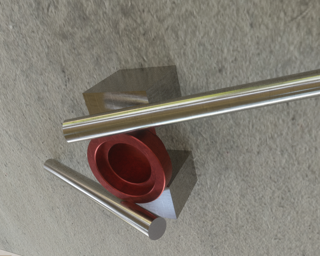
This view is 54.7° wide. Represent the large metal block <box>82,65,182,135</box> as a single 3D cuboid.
[{"bbox_3d":[-0.028,-0.035,0.365,0.080,0.080,0.050,1,119,27],"label":"large metal block"}]

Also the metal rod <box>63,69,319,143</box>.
[{"bbox_3d":[0.053,-0.024,0.295,0.301,0.025,0.025,-11,115,8],"label":"metal rod"}]

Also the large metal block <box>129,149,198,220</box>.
[{"bbox_3d":[-0.004,0.070,0.417,0.080,0.080,0.050,1,119,27],"label":"large metal block"}]

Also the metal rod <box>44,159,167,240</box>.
[{"bbox_3d":[-0.099,0.087,0.440,0.300,0.025,0.025,12,127,49],"label":"metal rod"}]

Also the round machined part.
[{"bbox_3d":[-0.031,0.036,0.358,0.098,0.042,0.097,13,124,20],"label":"round machined part"}]
